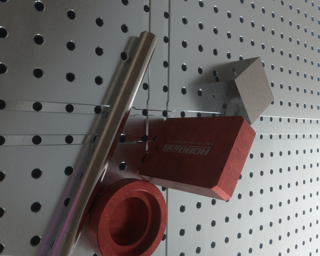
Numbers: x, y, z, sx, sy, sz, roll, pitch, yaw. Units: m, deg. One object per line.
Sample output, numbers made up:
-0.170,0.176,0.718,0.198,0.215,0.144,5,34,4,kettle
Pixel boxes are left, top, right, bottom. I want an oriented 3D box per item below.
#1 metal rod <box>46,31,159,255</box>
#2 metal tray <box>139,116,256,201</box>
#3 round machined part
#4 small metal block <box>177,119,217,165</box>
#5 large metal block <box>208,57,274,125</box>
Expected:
-0.063,0.019,0.357,0.025,0.025,0.299,32,70,-36,metal rod
0.041,0.031,0.377,0.030,0.130,0.090,42,65,-32,metal tray
-0.041,0.108,0.364,0.099,0.042,0.097,-1,92,-42,round machined part
0.055,0.021,0.451,0.050,0.025,0.050,37,67,-50,small metal block
0.136,-0.060,0.510,0.080,0.050,0.080,-41,115,-32,large metal block
